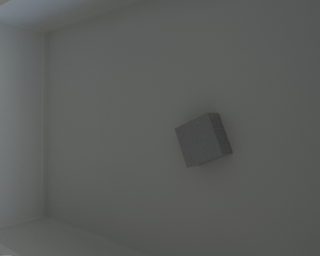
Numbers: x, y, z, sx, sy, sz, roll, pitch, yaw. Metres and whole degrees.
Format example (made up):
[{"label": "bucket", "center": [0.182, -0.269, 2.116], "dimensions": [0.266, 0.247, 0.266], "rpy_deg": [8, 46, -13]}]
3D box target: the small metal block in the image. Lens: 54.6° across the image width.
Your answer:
[{"label": "small metal block", "center": [0.051, 0.015, 0.366], "dimensions": [0.050, 0.025, 0.050], "rpy_deg": [-27, 73, 37]}]
